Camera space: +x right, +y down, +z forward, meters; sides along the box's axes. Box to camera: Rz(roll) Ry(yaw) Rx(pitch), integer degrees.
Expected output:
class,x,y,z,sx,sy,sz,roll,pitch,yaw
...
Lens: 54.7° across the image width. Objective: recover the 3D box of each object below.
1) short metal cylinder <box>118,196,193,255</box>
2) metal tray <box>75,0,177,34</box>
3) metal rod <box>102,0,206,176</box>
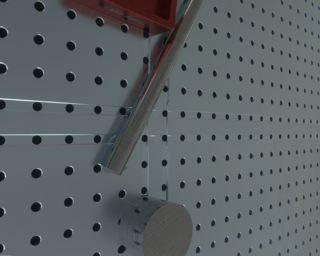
class,x,y,z,sx,sy,sz,roll,pitch,yaw
short metal cylinder,-0.005,0.130,0.391,0.081,0.050,0.079,0,90,-40
metal tray,-0.036,-0.179,0.376,0.131,0.030,0.089,9,84,-40
metal rod,0.003,-0.077,0.413,0.025,0.025,0.300,39,66,-34
